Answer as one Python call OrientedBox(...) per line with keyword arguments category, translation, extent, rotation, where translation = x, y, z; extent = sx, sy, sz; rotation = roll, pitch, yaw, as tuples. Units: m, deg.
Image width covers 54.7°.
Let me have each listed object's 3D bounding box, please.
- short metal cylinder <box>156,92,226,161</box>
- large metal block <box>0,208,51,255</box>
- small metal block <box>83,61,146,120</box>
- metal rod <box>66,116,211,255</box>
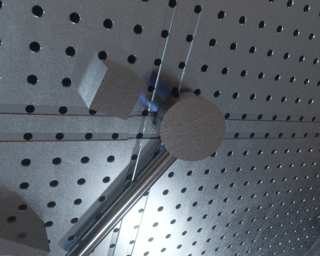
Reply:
OrientedBox(category="short metal cylinder", translation=(0.037, -0.003, 0.397), extent=(0.081, 0.050, 0.079), rotation=(-2, 104, -7))
OrientedBox(category="large metal block", translation=(-0.198, 0.152, 0.381), extent=(0.080, 0.050, 0.080), rotation=(-47, 130, 4))
OrientedBox(category="small metal block", translation=(-0.052, -0.042, 0.358), extent=(0.050, 0.025, 0.050), rotation=(18, 109, -36))
OrientedBox(category="metal rod", translation=(-0.031, 0.088, 0.449), extent=(0.299, 0.025, 0.025), rotation=(-48, 129, 5))
